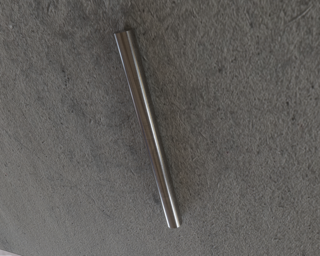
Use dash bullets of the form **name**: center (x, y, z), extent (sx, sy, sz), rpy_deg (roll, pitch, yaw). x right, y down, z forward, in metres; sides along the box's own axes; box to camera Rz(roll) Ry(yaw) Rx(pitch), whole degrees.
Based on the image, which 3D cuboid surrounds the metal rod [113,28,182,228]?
- **metal rod**: center (-0.010, 0.018, 0.423), extent (0.025, 0.025, 0.298), rpy_deg (0, 119, 28)
